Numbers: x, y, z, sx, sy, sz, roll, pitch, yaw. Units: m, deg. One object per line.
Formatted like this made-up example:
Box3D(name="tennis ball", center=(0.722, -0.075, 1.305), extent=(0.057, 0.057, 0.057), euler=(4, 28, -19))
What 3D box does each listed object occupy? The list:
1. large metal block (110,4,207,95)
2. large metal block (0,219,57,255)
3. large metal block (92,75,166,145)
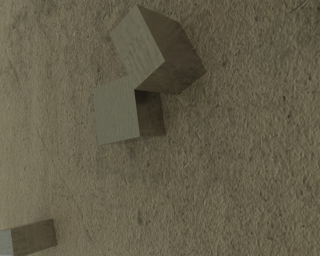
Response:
Box3D(name="large metal block", center=(-0.001, -0.089, 0.370), extent=(0.050, 0.081, 0.080), euler=(-38, 67, 34))
Box3D(name="large metal block", center=(-0.253, 0.207, 0.579), extent=(0.080, 0.081, 0.050), euler=(-20, 77, 38))
Box3D(name="large metal block", center=(-0.044, -0.022, 0.425), extent=(0.080, 0.050, 0.080), euler=(-13, 82, 39))
